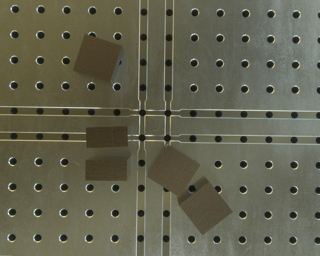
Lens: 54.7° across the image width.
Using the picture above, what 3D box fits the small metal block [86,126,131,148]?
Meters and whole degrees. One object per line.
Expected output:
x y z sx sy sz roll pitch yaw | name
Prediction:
-0.064 0.011 0.400 0.050 0.050 0.025 -2 90 -1 | small metal block

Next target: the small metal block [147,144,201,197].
0.018 0.056 0.414 0.050 0.025 0.050 32 90 -1 | small metal block

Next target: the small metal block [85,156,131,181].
-0.065 0.051 0.400 0.050 0.050 0.025 0 90 -1 | small metal block

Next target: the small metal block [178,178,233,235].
0.060 0.105 0.414 0.050 0.025 0.050 -38 91 0 | small metal block

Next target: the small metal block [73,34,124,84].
-0.081 -0.091 0.412 0.050 0.025 0.050 18 90 -1 | small metal block
